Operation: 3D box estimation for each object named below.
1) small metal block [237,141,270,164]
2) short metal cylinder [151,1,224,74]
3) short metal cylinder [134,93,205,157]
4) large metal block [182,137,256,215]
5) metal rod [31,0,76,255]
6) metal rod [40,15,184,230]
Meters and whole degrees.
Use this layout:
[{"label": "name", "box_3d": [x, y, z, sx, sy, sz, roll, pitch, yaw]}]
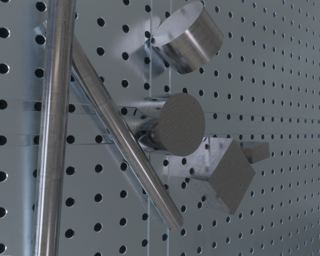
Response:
[{"label": "small metal block", "box_3d": [0.146, 0.040, 0.516, 0.050, 0.050, 0.025, -12, 98, -40]}, {"label": "short metal cylinder", "box_3d": [0.035, -0.117, 0.403, 0.050, 0.080, 0.080, 45, 63, -31]}, {"label": "short metal cylinder", "box_3d": [0.013, -0.004, 0.405, 0.081, 0.050, 0.079, 0, 90, -40]}, {"label": "large metal block", "box_3d": [0.091, 0.071, 0.470, 0.080, 0.050, 0.080, 52, 59, -27]}, {"label": "metal rod", "box_3d": [-0.105, 0.010, 0.303, 0.025, 0.025, 0.298, 2, 94, -40]}, {"label": "metal rod", "box_3d": [-0.045, 0.010, 0.371, 0.025, 0.025, 0.299, -43, 116, -31]}]
